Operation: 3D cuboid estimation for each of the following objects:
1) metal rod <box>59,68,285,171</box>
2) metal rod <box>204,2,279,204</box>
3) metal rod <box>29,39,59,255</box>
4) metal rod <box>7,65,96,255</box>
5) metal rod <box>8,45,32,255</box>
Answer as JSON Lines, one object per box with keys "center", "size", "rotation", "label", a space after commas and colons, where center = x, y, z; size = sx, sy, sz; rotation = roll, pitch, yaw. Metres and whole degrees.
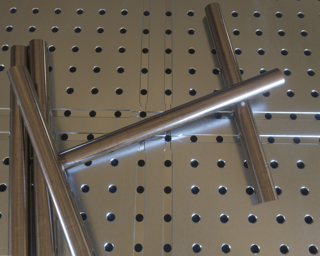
{"center": [0.015, -0.012, 0.399], "size": [0.302, 0.025, 0.025], "rotation": [-21, 72, -2], "label": "metal rod"}
{"center": [0.107, -0.047, 0.430], "size": [0.025, 0.025, 0.299], "rotation": [-9, 70, -4], "label": "metal rod"}
{"center": [-0.153, 0.015, 0.404], "size": [0.025, 0.025, 0.299], "rotation": [-9, 70, -4], "label": "metal rod"}
{"center": [-0.123, 0.061, 0.368], "size": [0.025, 0.025, 0.299], "rotation": [-22, 79, -8], "label": "metal rod"}
{"center": [-0.181, 0.025, 0.400], "size": [0.025, 0.025, 0.299], "rotation": [-8, 70, -3], "label": "metal rod"}
